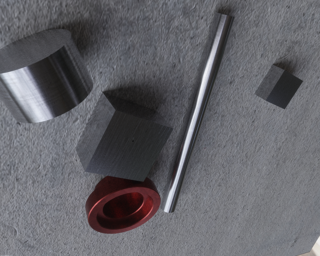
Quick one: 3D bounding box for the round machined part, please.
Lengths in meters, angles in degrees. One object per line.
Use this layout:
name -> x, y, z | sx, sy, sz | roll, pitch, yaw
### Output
round machined part -> -0.052, 0.097, 0.422 | 0.099, 0.042, 0.097 | -14, 133, -15

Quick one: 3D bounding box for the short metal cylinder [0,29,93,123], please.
short metal cylinder -> -0.109, -0.049, 0.282 | 0.080, 0.080, 0.050 | -27, 128, -12

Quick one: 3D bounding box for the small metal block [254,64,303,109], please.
small metal block -> 0.180, -0.062, 0.470 | 0.050, 0.025, 0.050 | 16, 110, -35

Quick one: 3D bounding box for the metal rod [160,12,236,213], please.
metal rod -> 0.045, -0.004, 0.430 | 0.025, 0.025, 0.298 | -1, 119, -29

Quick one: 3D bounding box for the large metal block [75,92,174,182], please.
large metal block -> -0.044, 0.013, 0.376 | 0.081, 0.050, 0.080 | 17, 109, -35
